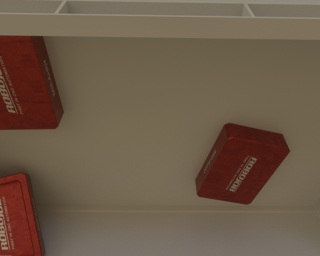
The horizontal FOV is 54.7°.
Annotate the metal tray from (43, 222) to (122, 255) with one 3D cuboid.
[{"bbox_3d":[-0.148,0.220,0.579,0.130,0.030,0.090,-24,128,31],"label":"metal tray"}]

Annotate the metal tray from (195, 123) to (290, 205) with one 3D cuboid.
[{"bbox_3d":[0.116,0.058,0.456,0.091,0.030,0.129,11,129,-10],"label":"metal tray"}]

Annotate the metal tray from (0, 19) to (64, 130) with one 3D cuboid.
[{"bbox_3d":[-0.172,-0.056,0.356,0.091,0.030,0.129,-1,130,0],"label":"metal tray"}]

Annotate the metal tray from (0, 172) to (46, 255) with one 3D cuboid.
[{"bbox_3d":[-0.227,0.138,0.448,0.091,0.129,0.030,-13,173,-15],"label":"metal tray"}]
